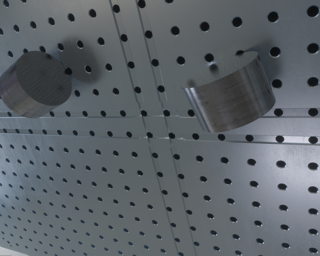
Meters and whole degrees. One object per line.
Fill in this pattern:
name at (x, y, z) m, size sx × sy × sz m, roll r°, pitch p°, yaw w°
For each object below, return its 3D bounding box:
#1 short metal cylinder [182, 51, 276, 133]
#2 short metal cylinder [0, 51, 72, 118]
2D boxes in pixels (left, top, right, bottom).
short metal cylinder at (0.069, -0.037, 0.316) m, size 0.080 × 0.080 × 0.050 m, roll -15°, pitch 110°, yaw 34°
short metal cylinder at (-0.172, -0.059, 0.430) m, size 0.050 × 0.080 × 0.080 m, roll -23°, pitch 106°, yaw 36°
